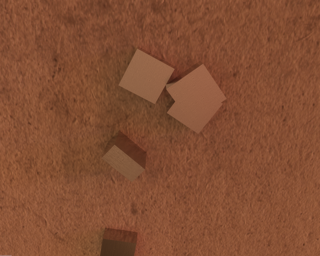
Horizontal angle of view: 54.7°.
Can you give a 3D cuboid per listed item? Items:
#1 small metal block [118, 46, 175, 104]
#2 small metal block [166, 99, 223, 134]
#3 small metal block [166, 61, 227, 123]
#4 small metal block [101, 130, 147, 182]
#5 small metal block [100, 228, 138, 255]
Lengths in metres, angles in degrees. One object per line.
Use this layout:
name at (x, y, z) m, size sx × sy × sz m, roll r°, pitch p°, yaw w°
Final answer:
small metal block at (-0.016, -0.066, 0.385) m, size 0.050 × 0.025 × 0.050 m, roll 27°, pitch 108°, yaw -10°
small metal block at (0.043, -0.029, 0.400) m, size 0.050 × 0.025 × 0.050 m, roll 34°, pitch 106°, yaw -12°
small metal block at (0.042, -0.043, 0.368) m, size 0.050 × 0.025 × 0.050 m, roll -34°, pitch 107°, yaw 11°
small metal block at (-0.046, 0.036, 0.409) m, size 0.050 × 0.050 × 0.025 m, roll 41°, pitch 105°, yaw -14°
small metal block at (-0.064, 0.186, 0.477) m, size 0.050 × 0.025 × 0.050 m, roll 10°, pitch 110°, yaw -4°
